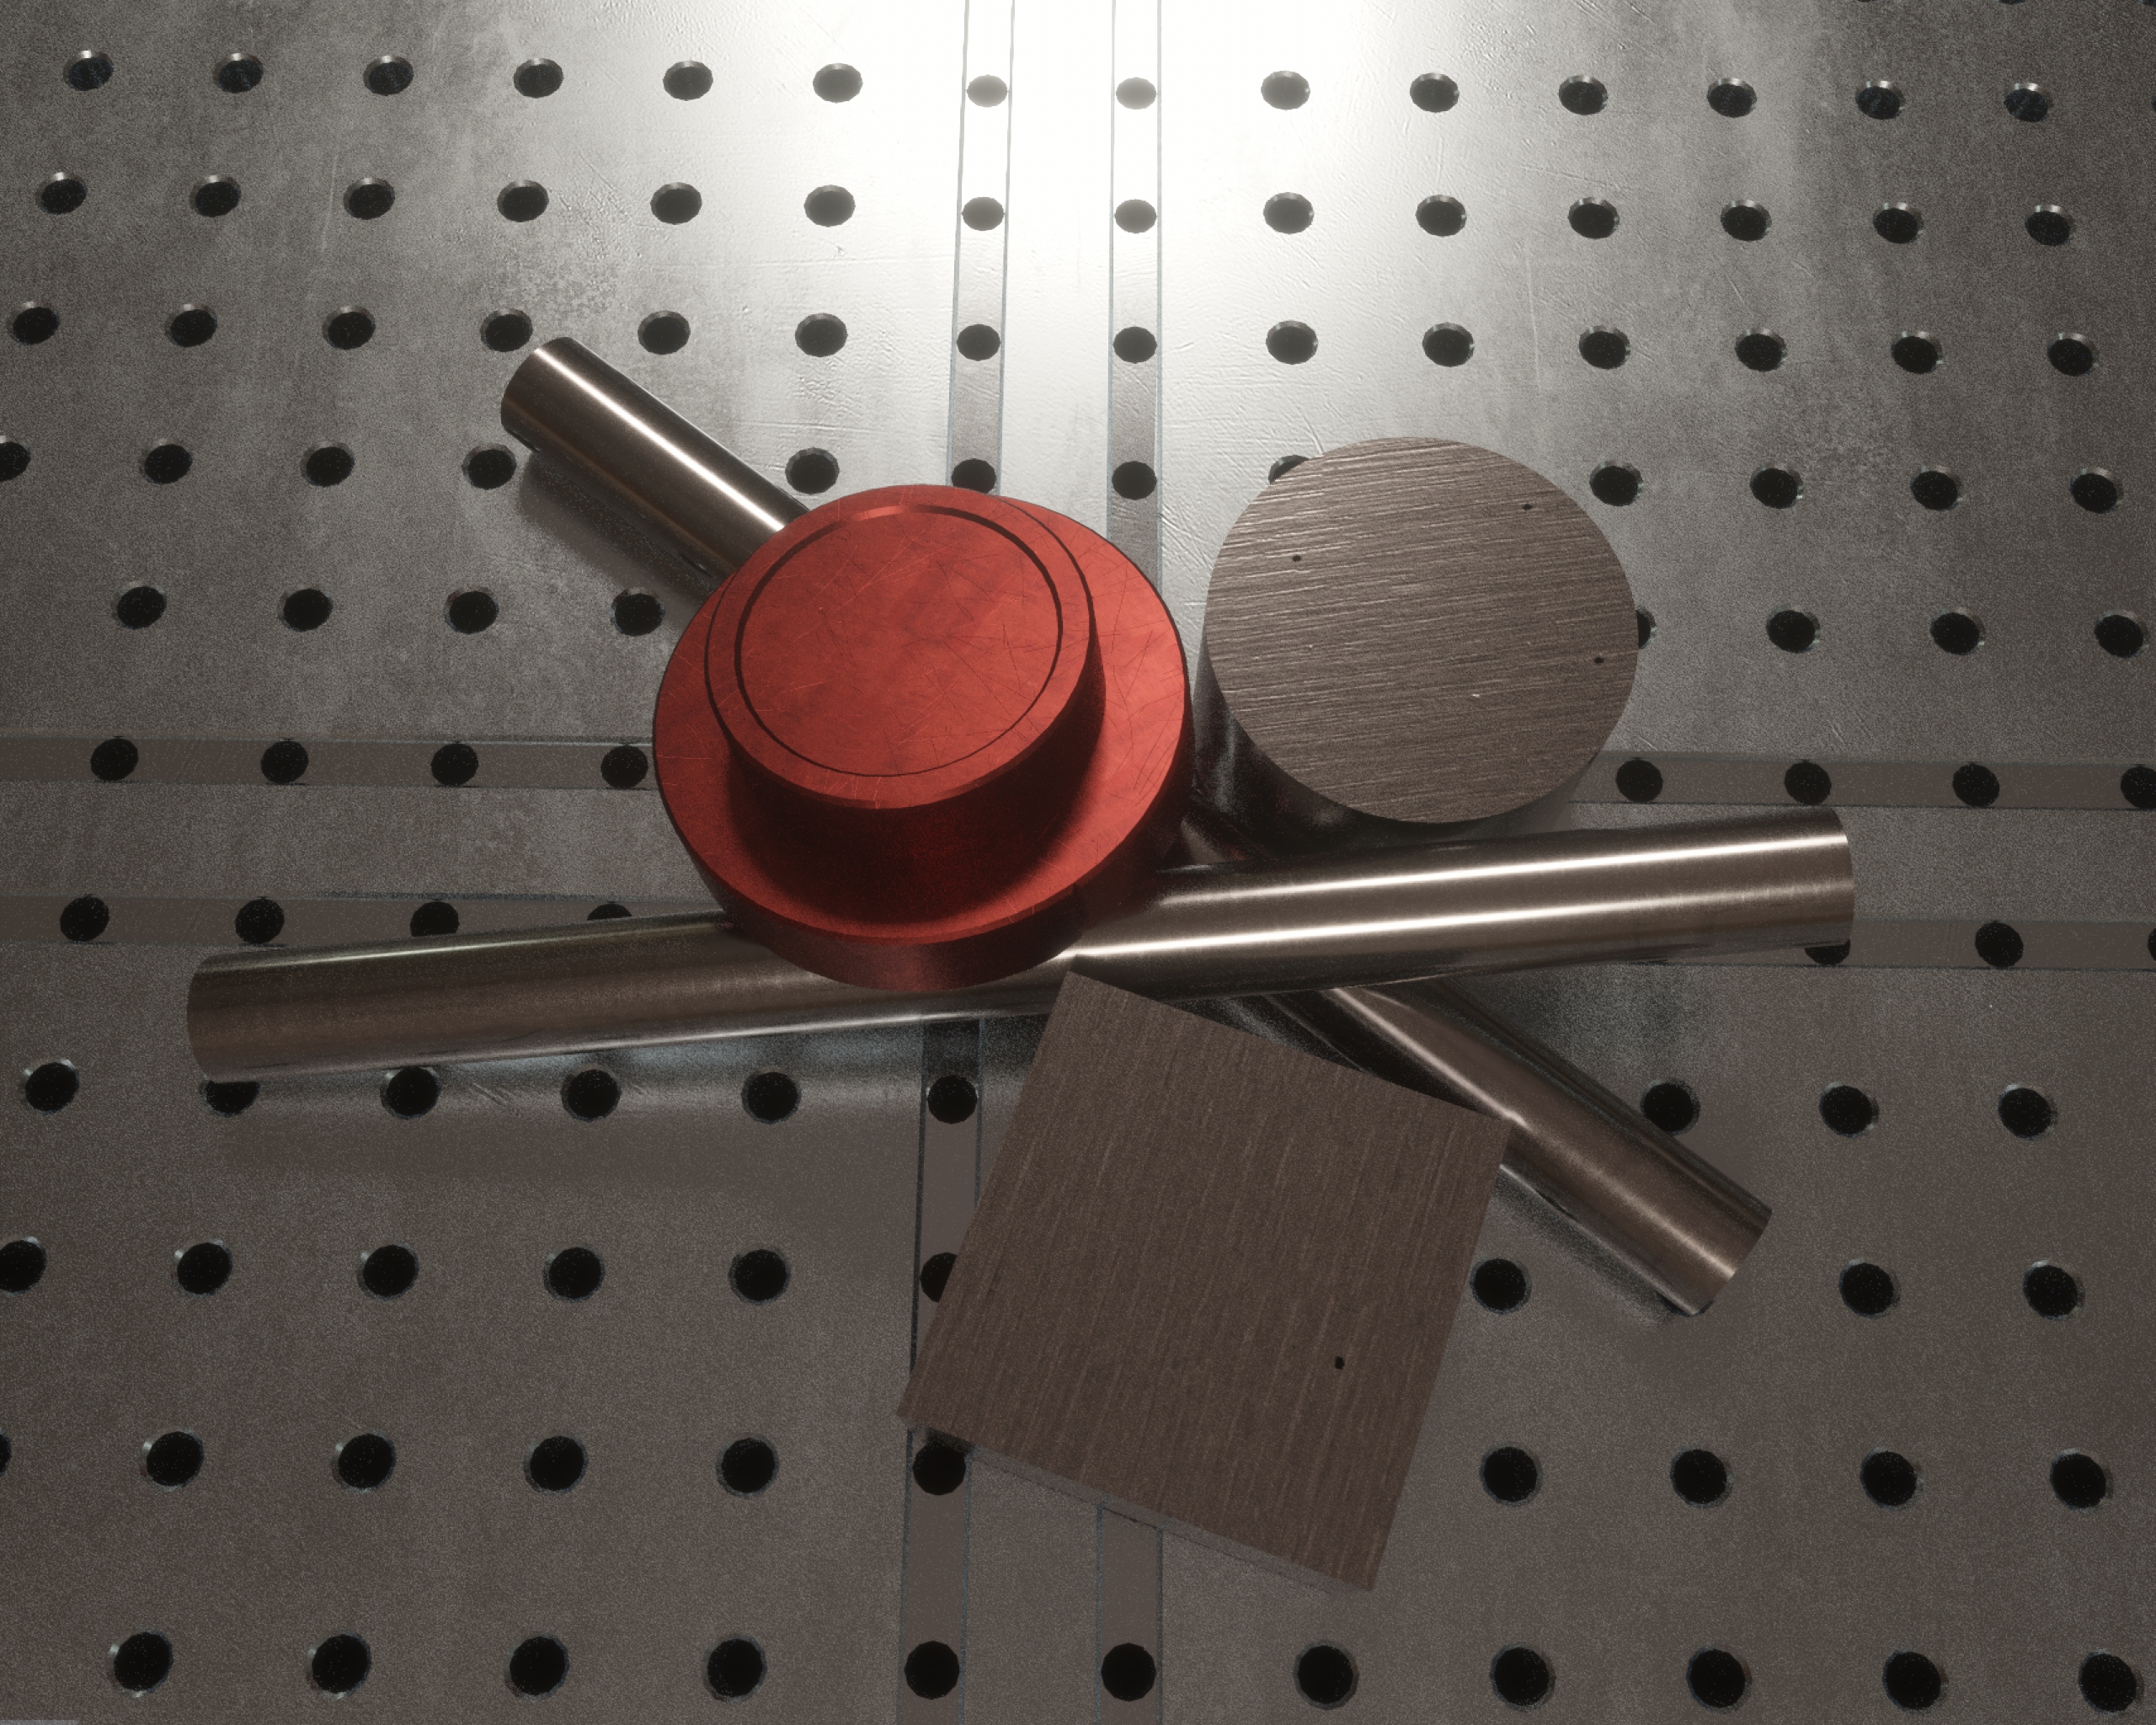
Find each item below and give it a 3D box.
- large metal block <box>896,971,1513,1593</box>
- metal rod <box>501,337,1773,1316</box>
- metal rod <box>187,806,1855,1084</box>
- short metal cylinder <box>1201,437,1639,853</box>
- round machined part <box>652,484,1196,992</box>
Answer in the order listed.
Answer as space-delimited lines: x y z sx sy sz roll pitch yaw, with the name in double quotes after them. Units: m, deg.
0.022 0.075 0.369 0.080 0.050 0.080 19 71 6 "large metal block"
0.003 -0.014 0.417 0.300 0.025 0.025 37 74 12 "metal rod"
-0.014 0.016 0.386 0.302 0.025 0.025 -5 70 5 "metal rod"
0.064 -0.036 0.411 0.081 0.050 0.080 0 70 0 "short metal cylinder"
-0.029 -0.029 0.377 0.099 0.042 0.098 -2 61 5 "round machined part"
